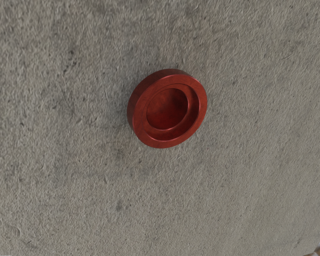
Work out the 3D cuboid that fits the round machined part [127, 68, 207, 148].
[{"bbox_3d":[0.006,-0.027,0.382,0.099,0.042,0.097,-14,124,-21],"label":"round machined part"}]
